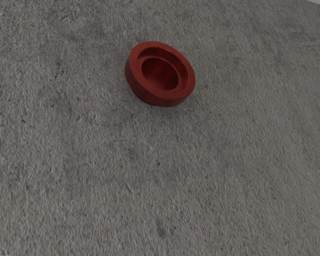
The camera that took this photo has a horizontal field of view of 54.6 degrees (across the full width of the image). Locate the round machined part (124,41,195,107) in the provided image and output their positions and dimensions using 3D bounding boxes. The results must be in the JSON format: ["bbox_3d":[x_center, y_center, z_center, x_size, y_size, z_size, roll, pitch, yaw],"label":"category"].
[{"bbox_3d":[-0.003,-0.070,0.433,0.099,0.042,0.098,13,56,-21],"label":"round machined part"}]
